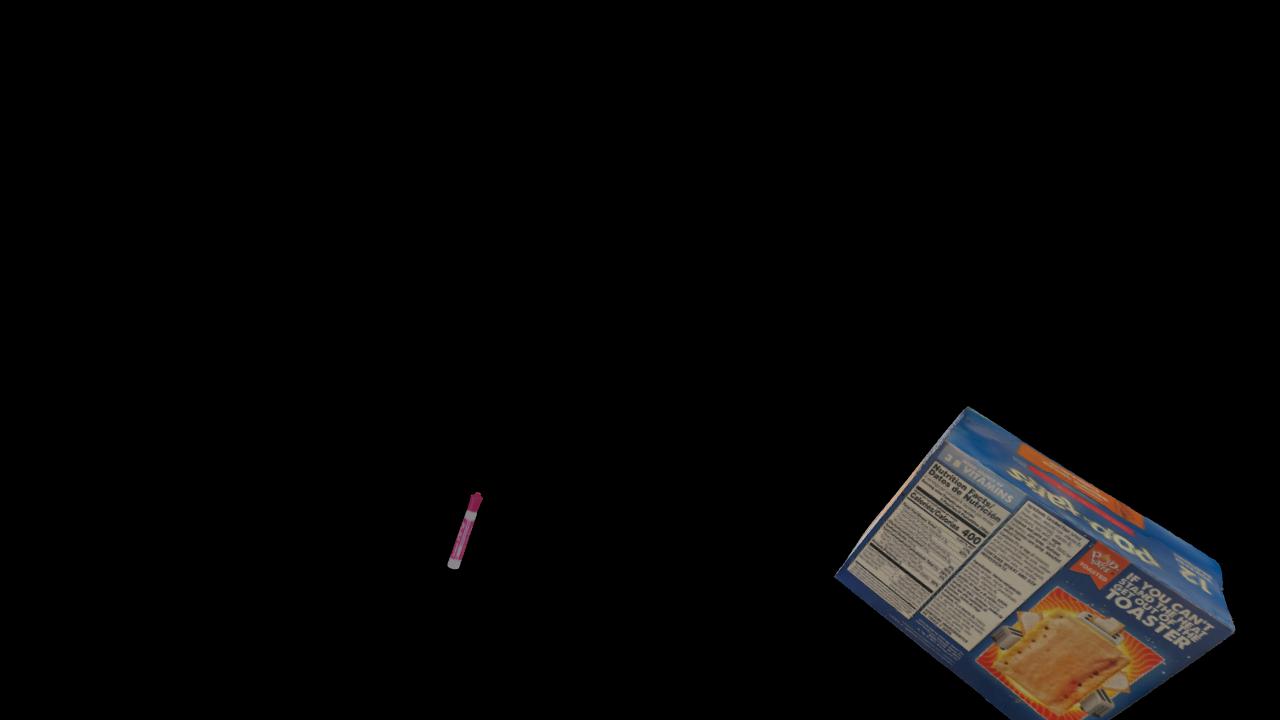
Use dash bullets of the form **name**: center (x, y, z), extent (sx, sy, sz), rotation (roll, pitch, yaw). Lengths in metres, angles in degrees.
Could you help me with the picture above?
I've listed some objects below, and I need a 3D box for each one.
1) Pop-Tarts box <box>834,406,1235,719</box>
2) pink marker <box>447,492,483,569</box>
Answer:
- **Pop-Tarts box**: center (0.249, 0.141, 0.414), extent (0.167, 0.141, 0.083), rotation (37, 32, 22)
- **pink marker**: center (-0.269, 0.262, 0.947), extent (0.020, 0.121, 0.020), rotation (19, 1, 0)
